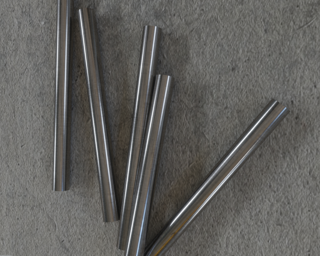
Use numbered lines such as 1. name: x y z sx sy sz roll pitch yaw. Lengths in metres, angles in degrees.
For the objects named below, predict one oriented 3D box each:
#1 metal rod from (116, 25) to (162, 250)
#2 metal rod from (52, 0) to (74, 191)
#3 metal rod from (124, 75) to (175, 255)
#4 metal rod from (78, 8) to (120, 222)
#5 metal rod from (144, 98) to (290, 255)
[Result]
1. metal rod: -0.029 0.015 0.418 0.025 0.025 0.298 8 93 20
2. metal rod: -0.143 -0.058 0.459 0.025 0.025 0.298 2 91 20
3. metal rod: -0.019 0.080 0.399 0.025 0.025 0.298 9 87 20
4. metal rod: -0.086 -0.020 0.439 0.025 0.025 0.298 -9 87 20
5. metal rod: 0.051 0.089 0.390 0.025 0.025 0.299 41 103 15
